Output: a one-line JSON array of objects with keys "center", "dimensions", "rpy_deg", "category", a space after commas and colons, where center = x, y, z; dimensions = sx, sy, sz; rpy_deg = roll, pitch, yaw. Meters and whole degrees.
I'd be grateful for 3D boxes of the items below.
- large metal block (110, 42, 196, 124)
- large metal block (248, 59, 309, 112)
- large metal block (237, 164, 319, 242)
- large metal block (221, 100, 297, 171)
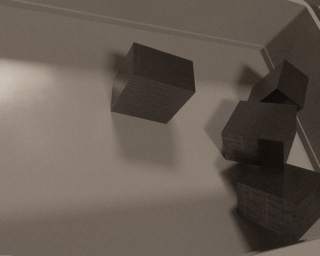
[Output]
[{"center": [-0.011, -0.053, 0.398], "dimensions": [0.081, 0.080, 0.050], "rpy_deg": [13, 57, -22], "category": "large metal block"}, {"center": [0.188, -0.051, 0.506], "dimensions": [0.050, 0.080, 0.080], "rpy_deg": [35, 51, -6], "category": "large metal block"}, {"center": [0.157, 0.087, 0.396], "dimensions": [0.081, 0.080, 0.050], "rpy_deg": [-22, 115, -36], "category": "large metal block"}, {"center": [0.142, 0.007, 0.437], "dimensions": [0.080, 0.050, 0.080], "rpy_deg": [9, 42, 31], "category": "large metal block"}]
